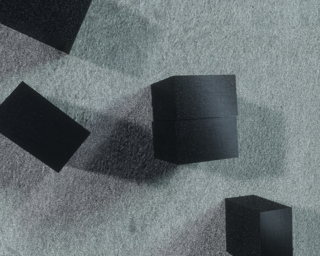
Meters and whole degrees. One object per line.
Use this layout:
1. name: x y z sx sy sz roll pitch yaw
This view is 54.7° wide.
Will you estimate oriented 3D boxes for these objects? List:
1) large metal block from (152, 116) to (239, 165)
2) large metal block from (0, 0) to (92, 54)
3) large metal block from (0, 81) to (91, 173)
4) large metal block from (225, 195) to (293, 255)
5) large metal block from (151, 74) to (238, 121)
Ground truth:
1. large metal block: 0.042 0.013 0.397 0.081 0.080 0.050 -5 92 -20
2. large metal block: -0.125 -0.142 0.350 0.080 0.050 0.080 23 82 -19
3. large metal block: -0.128 0.000 0.333 0.080 0.080 0.050 40 77 -16
4. large metal block: 0.135 0.144 0.432 0.050 0.080 0.079 -2 91 -20
5. large metal block: 0.041 -0.037 0.396 0.081 0.080 0.050 -5 92 -20
